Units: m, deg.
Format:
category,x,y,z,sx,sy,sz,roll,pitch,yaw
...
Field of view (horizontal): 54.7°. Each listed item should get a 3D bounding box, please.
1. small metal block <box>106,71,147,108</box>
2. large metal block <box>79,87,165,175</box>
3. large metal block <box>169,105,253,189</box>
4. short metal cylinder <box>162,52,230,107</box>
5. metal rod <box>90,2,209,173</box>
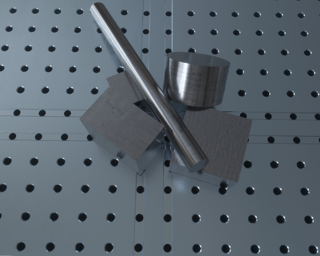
category,x,y,z,sx,sy,sz,roll,pitch,yaw
small metal block,-0.040,-0.052,0.431,0.050,0.025,0.050,-23,72,-9
large metal block,-0.042,0.007,0.379,0.080,0.080,0.050,35,74,11
large metal block,0.062,0.023,0.390,0.080,0.050,0.080,17,71,5
short metal cylinder,0.045,-0.065,0.400,0.080,0.080,0.050,8,114,2
metal rod,-0.027,-0.071,0.405,0.025,0.025,0.299,-26,61,-10
